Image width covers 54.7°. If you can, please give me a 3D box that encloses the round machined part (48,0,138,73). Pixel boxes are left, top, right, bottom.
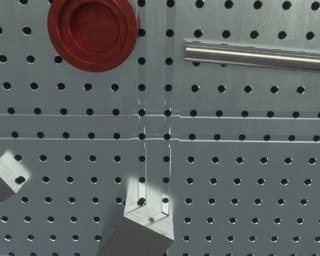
[{"bbox_3d":[-0.074,-0.117,0.360,0.099,0.042,0.097,0,110,-1],"label":"round machined part"}]

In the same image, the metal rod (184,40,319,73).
[{"bbox_3d":[0.181,-0.083,0.385,0.302,0.025,0.025,4,110,-2],"label":"metal rod"}]

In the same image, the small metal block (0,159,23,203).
[{"bbox_3d":[-0.235,0.080,0.440,0.050,0.025,0.050,-31,108,10],"label":"small metal block"}]

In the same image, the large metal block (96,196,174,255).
[{"bbox_3d":[-0.036,0.161,0.459,0.080,0.050,0.080,29,107,-11],"label":"large metal block"}]
